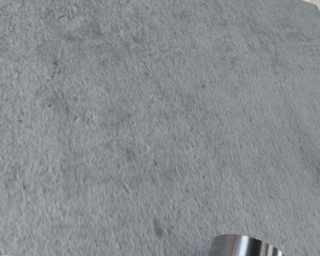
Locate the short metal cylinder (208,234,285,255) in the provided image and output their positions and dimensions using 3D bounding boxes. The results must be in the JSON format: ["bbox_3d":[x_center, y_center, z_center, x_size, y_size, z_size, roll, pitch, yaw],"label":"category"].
[{"bbox_3d":[0.088,0.154,0.323,0.080,0.080,0.050,32,52,-8],"label":"short metal cylinder"}]
